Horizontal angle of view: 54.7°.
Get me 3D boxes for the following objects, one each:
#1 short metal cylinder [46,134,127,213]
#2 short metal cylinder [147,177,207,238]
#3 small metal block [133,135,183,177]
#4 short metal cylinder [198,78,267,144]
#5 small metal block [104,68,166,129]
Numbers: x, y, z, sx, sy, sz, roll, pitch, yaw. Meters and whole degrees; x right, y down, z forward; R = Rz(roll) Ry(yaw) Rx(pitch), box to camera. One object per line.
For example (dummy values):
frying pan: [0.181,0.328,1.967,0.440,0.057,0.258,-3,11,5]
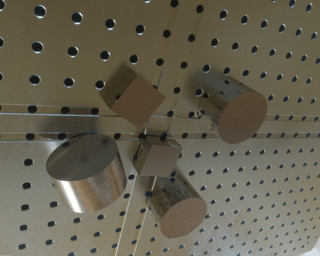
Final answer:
short metal cylinder: [-0.084,0.051,0.361,0.081,0.080,0.050,-21,127,-16]
short metal cylinder: [0.026,0.125,0.487,0.081,0.050,0.079,-14,124,-21]
small metal block: [-0.003,0.041,0.434,0.050,0.025,0.050,9,114,-33]
short metal cylinder: [0.102,-0.024,0.435,0.081,0.050,0.079,-14,124,-21]
small metal block: [-0.030,-0.035,0.373,0.050,0.025,0.050,34,99,-39]
